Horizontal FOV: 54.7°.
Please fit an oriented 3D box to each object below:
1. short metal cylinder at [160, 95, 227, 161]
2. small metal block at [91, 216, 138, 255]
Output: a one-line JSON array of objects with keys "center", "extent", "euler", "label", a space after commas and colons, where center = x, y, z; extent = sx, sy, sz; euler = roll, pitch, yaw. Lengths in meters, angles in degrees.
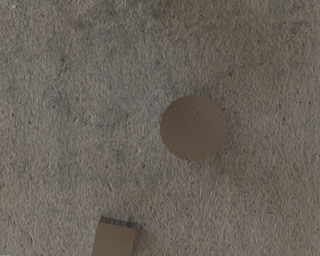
[{"center": [0.040, 0.000, 0.398], "extent": [0.081, 0.050, 0.079], "euler": [0, 90, -1], "label": "short metal cylinder"}, {"center": [-0.060, 0.150, 0.409], "extent": [0.050, 0.025, 0.050], "euler": [11, 90, -1], "label": "small metal block"}]
